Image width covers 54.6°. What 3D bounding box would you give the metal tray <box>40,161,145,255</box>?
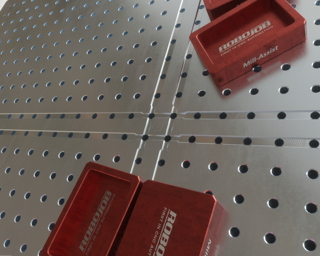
[{"bbox_3d":[-0.077,0.113,0.377,0.090,0.030,0.130,11,67,33],"label":"metal tray"}]

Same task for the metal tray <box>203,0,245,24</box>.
[{"bbox_3d":[0.129,-0.222,0.474,0.130,0.030,0.090,-19,54,16],"label":"metal tray"}]

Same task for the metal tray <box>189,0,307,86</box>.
[{"bbox_3d":[0.115,-0.124,0.421,0.130,0.030,0.090,-28,52,10],"label":"metal tray"}]

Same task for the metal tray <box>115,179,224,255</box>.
[{"bbox_3d":[0.004,0.127,0.326,0.090,0.030,0.130,8,66,31],"label":"metal tray"}]
